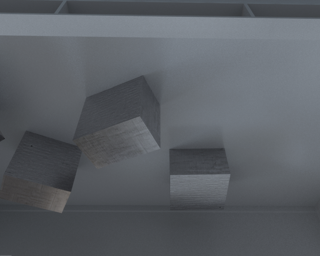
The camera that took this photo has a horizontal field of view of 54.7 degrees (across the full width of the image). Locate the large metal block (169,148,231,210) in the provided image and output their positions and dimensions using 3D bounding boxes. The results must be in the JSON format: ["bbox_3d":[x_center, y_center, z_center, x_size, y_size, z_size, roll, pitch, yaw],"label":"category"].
[{"bbox_3d":[0.055,0.076,0.458,0.080,0.050,0.079,-1,130,0],"label":"large metal block"}]

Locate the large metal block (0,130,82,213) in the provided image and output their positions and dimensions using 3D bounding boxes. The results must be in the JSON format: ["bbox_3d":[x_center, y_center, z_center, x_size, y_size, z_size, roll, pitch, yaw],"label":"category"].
[{"bbox_3d":[-0.158,0.059,0.422,0.080,0.080,0.050,19,128,-16],"label":"large metal block"}]

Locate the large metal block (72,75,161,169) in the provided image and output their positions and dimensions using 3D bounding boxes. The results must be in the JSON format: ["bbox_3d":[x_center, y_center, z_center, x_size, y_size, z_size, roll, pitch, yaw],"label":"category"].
[{"bbox_3d":[-0.046,-0.008,0.366,0.080,0.080,0.050,-19,128,15],"label":"large metal block"}]

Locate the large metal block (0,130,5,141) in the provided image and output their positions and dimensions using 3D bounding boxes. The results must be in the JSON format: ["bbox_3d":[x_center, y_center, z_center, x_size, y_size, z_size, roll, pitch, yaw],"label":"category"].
[{"bbox_3d":[-0.241,-0.001,0.349,0.080,0.050,0.080,-34,158,-17],"label":"large metal block"}]
